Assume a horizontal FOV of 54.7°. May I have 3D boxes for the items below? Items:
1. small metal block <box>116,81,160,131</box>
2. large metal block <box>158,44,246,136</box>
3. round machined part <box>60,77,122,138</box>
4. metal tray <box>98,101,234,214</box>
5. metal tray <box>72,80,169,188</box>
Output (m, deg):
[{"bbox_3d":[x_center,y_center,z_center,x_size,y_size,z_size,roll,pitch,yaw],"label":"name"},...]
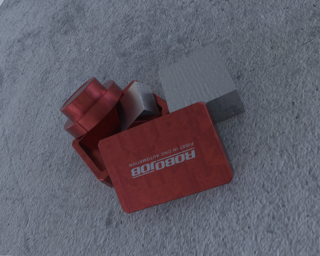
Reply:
[{"bbox_3d":[-0.031,-0.024,0.407,0.050,0.025,0.050,-46,47,33],"label":"small metal block"},{"bbox_3d":[0.051,-0.047,0.392,0.080,0.050,0.080,-24,53,13],"label":"large metal block"},{"bbox_3d":[-0.104,-0.035,0.444,0.098,0.042,0.098,-37,22,18],"label":"round machined part"},{"bbox_3d":[0.006,0.034,0.349,0.130,0.030,0.090,-21,90,16],"label":"metal tray"},{"bbox_3d":[-0.049,0.005,0.424,0.130,0.030,0.090,-46,51,-4],"label":"metal tray"}]
